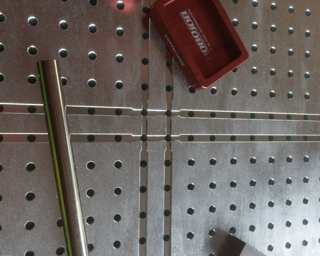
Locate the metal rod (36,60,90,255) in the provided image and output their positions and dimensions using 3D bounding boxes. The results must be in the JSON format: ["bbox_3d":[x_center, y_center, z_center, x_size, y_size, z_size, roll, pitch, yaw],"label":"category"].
[{"bbox_3d":[-0.111,0.070,0.371,0.025,0.025,0.298,-9,93,-20],"label":"metal rod"}]

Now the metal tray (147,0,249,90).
[{"bbox_3d":[0.055,-0.129,0.429,0.090,0.030,0.130,-36,102,-17],"label":"metal tray"}]

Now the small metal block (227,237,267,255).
[{"bbox_3d":[0.126,0.200,0.459,0.050,0.025,0.050,35,79,-17],"label":"small metal block"}]
